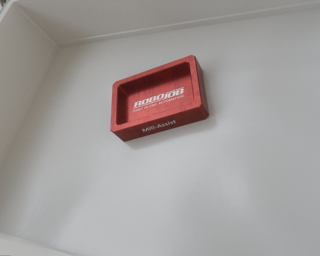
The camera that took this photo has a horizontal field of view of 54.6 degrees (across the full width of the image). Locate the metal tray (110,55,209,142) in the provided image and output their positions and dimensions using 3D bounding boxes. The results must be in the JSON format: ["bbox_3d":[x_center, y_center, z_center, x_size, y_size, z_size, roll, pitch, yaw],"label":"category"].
[{"bbox_3d":[-0.004,-0.040,0.429,0.130,0.030,0.090,-16,55,19],"label":"metal tray"}]
